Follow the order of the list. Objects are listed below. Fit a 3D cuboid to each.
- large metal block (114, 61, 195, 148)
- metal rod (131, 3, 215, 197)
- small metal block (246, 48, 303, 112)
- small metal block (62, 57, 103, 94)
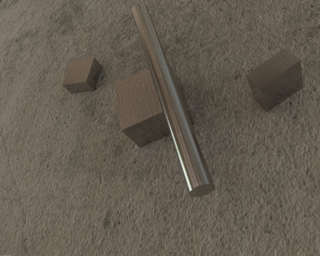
[{"bbox_3d":[-0.009,-0.032,0.411,0.080,0.050,0.080,-24,53,13],"label":"large metal block"},{"bbox_3d":[0.004,-0.058,0.372,0.025,0.025,0.299,-25,53,12],"label":"metal rod"},{"bbox_3d":[0.131,-0.053,0.351,0.050,0.050,0.025,-35,52,4],"label":"small metal block"},{"bbox_3d":[-0.131,-0.088,0.525,0.050,0.025,0.050,-3,60,26],"label":"small metal block"}]
